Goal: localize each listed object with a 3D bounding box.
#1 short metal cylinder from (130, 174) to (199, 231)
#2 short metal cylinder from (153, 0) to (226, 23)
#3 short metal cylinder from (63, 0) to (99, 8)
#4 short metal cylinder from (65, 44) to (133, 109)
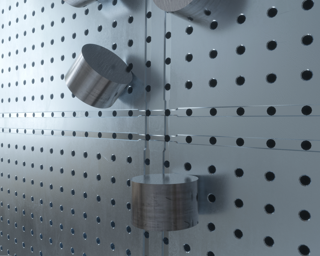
[{"bbox_3d":[0.006,0.085,0.367,0.080,0.081,0.050,-1,89,39],"label":"short metal cylinder"},{"bbox_3d":[0.035,-0.170,0.363,0.080,0.050,0.079,0,90,39],"label":"short metal cylinder"},{"bbox_3d":[-0.117,-0.230,0.467,0.050,0.081,0.080,-4,88,40],"label":"short metal cylinder"},{"bbox_3d":[-0.087,-0.074,0.443,0.050,0.081,0.080,-47,62,30],"label":"short metal cylinder"}]
